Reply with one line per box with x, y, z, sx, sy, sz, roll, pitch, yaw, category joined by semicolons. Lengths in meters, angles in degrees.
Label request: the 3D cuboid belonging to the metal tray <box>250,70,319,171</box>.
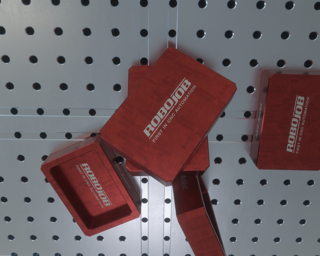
0.175;-0.009;0.409;0.090;0.030;0.129;1;110;-1;metal tray

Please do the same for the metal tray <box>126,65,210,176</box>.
0.008;-0.010;0.366;0.090;0.030;0.130;-1;70;0;metal tray

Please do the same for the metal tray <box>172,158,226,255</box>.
0.044;0.094;0.387;0.030;0.130;0.090;-21;116;8;metal tray

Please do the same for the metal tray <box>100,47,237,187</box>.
0.011;-0.015;0.335;0.090;0.030;0.130;33;74;11;metal tray

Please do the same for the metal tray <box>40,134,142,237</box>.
-0.094;0.083;0.440;0.090;0.030;0.130;-24;109;8;metal tray
